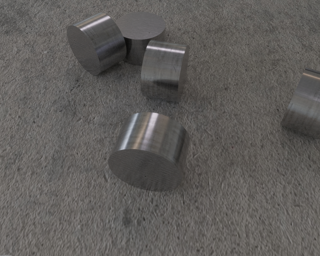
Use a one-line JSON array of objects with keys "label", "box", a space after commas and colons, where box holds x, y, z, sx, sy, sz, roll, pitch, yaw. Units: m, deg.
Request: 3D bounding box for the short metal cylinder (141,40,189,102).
[{"label": "short metal cylinder", "box": [0.008, -0.079, 0.434, 0.050, 0.080, 0.080, 11, 51, 9]}]

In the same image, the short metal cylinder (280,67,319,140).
[{"label": "short metal cylinder", "box": [0.195, -0.031, 0.395, 0.050, 0.080, 0.080, 24, 54, 19]}]

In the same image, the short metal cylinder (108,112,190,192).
[{"label": "short metal cylinder", "box": [-0.011, 0.028, 0.344, 0.080, 0.080, 0.050, 10, 51, 8]}]

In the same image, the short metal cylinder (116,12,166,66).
[{"label": "short metal cylinder", "box": [-0.031, -0.148, 0.511, 0.080, 0.050, 0.080, 0, 50, 0]}]

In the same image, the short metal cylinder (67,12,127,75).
[{"label": "short metal cylinder", "box": [-0.097, -0.128, 0.475, 0.050, 0.080, 0.080, -37, 59, -27]}]
